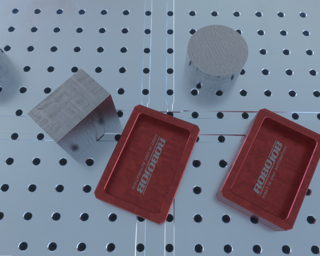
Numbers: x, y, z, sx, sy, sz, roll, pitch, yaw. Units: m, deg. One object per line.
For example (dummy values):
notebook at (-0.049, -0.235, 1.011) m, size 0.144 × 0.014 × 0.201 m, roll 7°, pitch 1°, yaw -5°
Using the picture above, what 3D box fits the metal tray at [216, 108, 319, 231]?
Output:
metal tray at (0.141, 0.050, 0.391) m, size 0.090 × 0.030 × 0.130 m, roll 28°, pitch 72°, yaw 9°

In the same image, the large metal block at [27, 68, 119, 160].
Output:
large metal block at (-0.102, -0.014, 0.387) m, size 0.050 × 0.080 × 0.080 m, roll 42°, pitch 75°, yaw 13°

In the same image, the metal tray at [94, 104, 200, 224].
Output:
metal tray at (-0.013, 0.044, 0.392) m, size 0.090 × 0.030 × 0.130 m, roll 21°, pitch 71°, yaw 7°

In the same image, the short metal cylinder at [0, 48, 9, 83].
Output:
short metal cylinder at (-0.263, -0.096, 0.431) m, size 0.081 × 0.050 × 0.080 m, roll 0°, pitch 70°, yaw 0°

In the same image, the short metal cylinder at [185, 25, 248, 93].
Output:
short metal cylinder at (0.077, -0.096, 0.434) m, size 0.081 × 0.050 × 0.080 m, roll 0°, pitch 70°, yaw 0°
